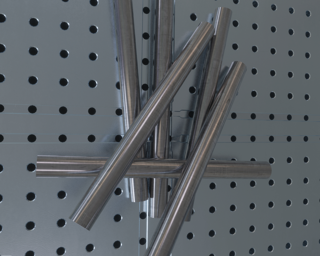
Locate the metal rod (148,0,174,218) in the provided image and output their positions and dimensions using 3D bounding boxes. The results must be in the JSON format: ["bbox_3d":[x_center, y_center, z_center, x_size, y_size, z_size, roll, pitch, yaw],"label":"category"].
[{"bbox_3d":[0.002,-0.033,0.412,0.025,0.025,0.298,2,89,-20],"label":"metal rod"}]

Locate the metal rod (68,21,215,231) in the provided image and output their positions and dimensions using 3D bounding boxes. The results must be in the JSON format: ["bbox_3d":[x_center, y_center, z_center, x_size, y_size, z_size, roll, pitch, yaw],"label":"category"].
[{"bbox_3d":[-0.008,-0.020,0.371,0.025,0.025,0.300,39,66,-16],"label":"metal rod"}]

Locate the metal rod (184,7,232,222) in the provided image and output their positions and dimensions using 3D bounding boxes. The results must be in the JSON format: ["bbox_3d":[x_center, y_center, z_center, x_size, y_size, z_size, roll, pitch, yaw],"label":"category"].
[{"bbox_3d":[0.060,-0.022,0.434,0.025,0.025,0.299,14,85,-20],"label":"metal rod"}]

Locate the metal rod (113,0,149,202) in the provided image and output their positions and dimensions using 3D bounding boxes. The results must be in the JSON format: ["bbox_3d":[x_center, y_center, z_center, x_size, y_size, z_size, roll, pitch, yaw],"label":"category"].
[{"bbox_3d":[-0.039,-0.056,0.397,0.025,0.025,0.298,-5,92,-20],"label":"metal rod"}]

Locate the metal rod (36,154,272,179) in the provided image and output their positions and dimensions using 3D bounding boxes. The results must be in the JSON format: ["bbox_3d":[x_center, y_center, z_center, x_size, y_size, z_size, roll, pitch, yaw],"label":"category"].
[{"bbox_3d":[0.008,0.050,0.387,0.302,0.025,0.025,4,89,-20],"label":"metal rod"}]

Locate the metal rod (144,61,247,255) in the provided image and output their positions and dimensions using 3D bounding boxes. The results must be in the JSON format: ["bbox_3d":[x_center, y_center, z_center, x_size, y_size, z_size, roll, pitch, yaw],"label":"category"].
[{"bbox_3d":[0.053,0.027,0.384,0.025,0.025,0.300,37,60,-16],"label":"metal rod"}]
